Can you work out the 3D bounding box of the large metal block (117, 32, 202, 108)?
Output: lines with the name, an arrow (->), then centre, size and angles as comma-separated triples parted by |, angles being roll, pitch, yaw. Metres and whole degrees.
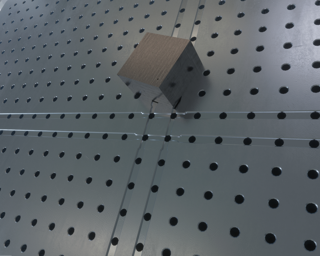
large metal block -> 0.000, -0.085, 0.445 | 0.080, 0.050, 0.080 | 23, 74, 36
